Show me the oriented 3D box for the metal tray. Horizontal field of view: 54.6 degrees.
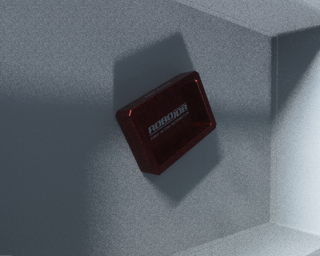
[{"bbox_3d":[0.014,-0.010,0.410,0.131,0.030,0.090,-35,112,-35],"label":"metal tray"}]
